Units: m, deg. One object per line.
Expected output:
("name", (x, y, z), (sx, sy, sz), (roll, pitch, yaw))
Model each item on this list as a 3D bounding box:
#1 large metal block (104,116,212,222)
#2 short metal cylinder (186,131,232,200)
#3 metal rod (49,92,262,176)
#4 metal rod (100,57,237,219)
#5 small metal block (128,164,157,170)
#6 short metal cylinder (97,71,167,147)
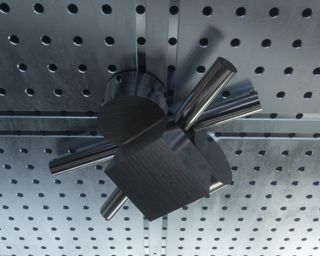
("large metal block", (0.000, 0.047, 0.347), (0.080, 0.050, 0.080), (-32, 106, 25))
("short metal cylinder", (0.052, 0.050, 0.415), (0.050, 0.080, 0.080), (-35, 122, 27))
("metal rod", (-0.017, 0.013, 0.418), (0.301, 0.025, 0.025), (-18, 128, 14))
("metal rod", (-0.006, 0.033, 0.403), (0.025, 0.025, 0.298), (24, 126, -19))
("small metal block", (-0.030, 0.054, 0.453), (0.050, 0.025, 0.050), (-22, 127, 17))
("short metal cylinder", (-0.032, -0.021, 0.373), (0.081, 0.050, 0.079), (0, 130, 0))
